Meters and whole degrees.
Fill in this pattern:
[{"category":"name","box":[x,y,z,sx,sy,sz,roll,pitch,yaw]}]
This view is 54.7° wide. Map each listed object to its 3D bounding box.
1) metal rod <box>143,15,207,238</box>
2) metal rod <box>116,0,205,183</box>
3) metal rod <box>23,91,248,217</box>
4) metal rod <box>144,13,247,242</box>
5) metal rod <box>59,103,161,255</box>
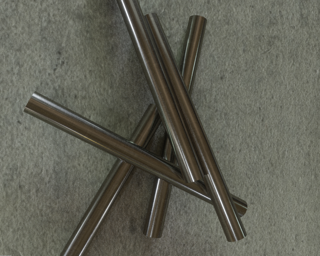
[{"category":"metal rod","box":[0.021,-0.005,0.418,0.025,0.025,0.298,14,85,-20]},{"category":"metal rod","box":[-0.010,-0.078,0.379,0.025,0.025,0.299,-19,87,-19]},{"category":"metal rod","box":[-0.014,0.041,0.377,0.301,0.025,0.025,29,80,-18]},{"category":"metal rod","box":[0.039,-0.005,0.391,0.025,0.025,0.299,-20,84,-19]},{"category":"metal rod","box":[-0.076,0.102,0.381,0.025,0.025,0.300,33,79,-17]}]
